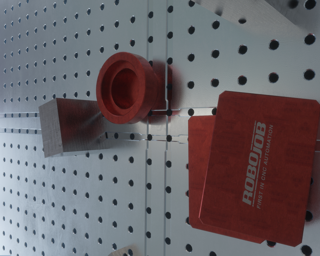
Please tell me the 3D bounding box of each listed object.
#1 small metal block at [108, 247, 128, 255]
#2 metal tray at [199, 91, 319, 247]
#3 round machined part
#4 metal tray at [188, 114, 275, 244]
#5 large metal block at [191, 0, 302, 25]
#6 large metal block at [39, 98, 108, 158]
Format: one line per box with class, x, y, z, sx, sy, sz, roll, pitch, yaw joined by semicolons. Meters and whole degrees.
small metal block;-0.065;0.217;0.463;0.050;0.025;0.050;-49;61;29
metal tray;0.094;0.034;0.296;0.090;0.030;0.129;9;86;19
round machined part;-0.042;-0.054;0.433;0.098;0.042;0.097;0;90;40
metal tray;0.077;0.050;0.343;0.090;0.030;0.129;-1;90;40
large metal block;0.086;-0.139;0.302;0.080;0.081;0.050;21;103;38
large metal block;-0.135;0.001;0.485;0.050;0.081;0.080;-17;80;39
